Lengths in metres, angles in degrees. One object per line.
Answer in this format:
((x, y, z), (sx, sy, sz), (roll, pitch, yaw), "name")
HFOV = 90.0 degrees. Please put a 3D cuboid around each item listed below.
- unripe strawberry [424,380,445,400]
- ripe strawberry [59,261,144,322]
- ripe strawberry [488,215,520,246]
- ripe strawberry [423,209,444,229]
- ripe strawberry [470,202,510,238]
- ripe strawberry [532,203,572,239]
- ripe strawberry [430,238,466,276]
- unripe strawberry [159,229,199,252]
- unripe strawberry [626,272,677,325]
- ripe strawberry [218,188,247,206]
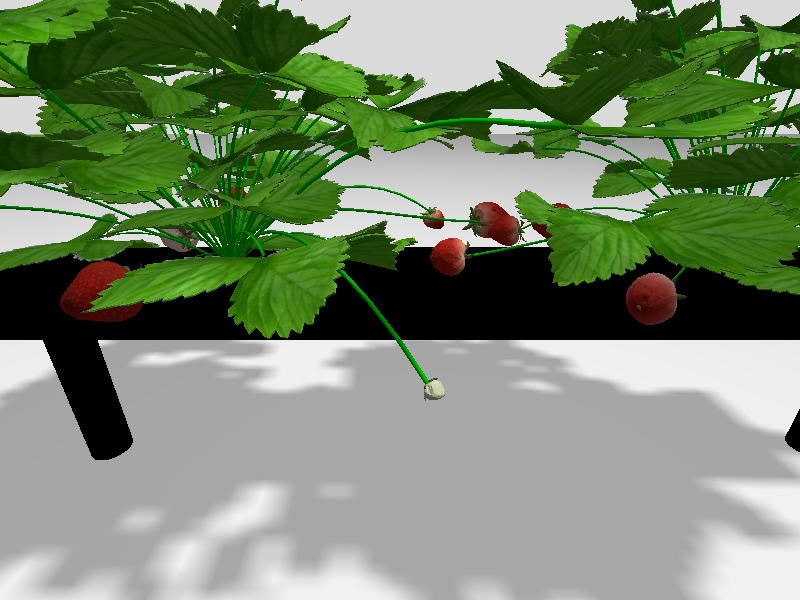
((0.017, 0.045, 0.199), (0.011, 0.010, 0.010), (-21, 32, -38), "unripe strawberry")
((-0.198, -0.004, 0.266), (0.045, 0.039, 0.046), (9, 27, 20), "ripe strawberry")
((0.112, -0.074, 0.431), (0.033, 0.033, 0.036), (3, 24, 22), "ripe strawberry")
((0.043, -0.099, 0.496), (0.028, 0.025, 0.026), (30, -12, 48), "ripe strawberry")
((0.105, -0.092, 0.459), (0.041, 0.041, 0.045), (-9, 26, -20), "ripe strawberry")
((0.170, -0.086, 0.444), (0.043, 0.043, 0.047), (16, 29, 32), "ripe strawberry")
((0.042, -0.038, 0.351), (0.031, 0.033, 0.029), (-2, 24, -3), "ripe strawberry")
((-0.234, -0.070, 0.420), (0.040, 0.039, 0.037), (18, 30, 35), "unripe strawberry")
((0.165, 0.000, 0.265), (0.033, 0.034, 0.030), (-20, 31, -36), "unripe strawberry")
((-0.233, -0.138, 0.564), (0.042, 0.044, 0.045), (-8, 24, -18), "ripe strawberry")
